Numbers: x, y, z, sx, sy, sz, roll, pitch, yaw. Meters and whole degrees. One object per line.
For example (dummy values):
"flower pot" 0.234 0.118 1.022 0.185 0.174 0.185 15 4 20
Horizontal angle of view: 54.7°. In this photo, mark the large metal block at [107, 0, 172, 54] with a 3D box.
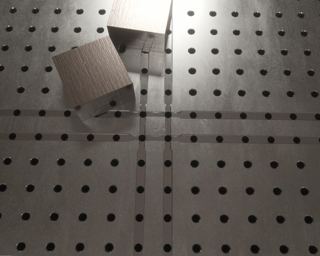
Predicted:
"large metal block" -0.027 -0.162 0.457 0.080 0.050 0.080 9 70 3

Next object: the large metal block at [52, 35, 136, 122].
"large metal block" -0.088 -0.067 0.422 0.080 0.050 0.080 -24 72 -9
